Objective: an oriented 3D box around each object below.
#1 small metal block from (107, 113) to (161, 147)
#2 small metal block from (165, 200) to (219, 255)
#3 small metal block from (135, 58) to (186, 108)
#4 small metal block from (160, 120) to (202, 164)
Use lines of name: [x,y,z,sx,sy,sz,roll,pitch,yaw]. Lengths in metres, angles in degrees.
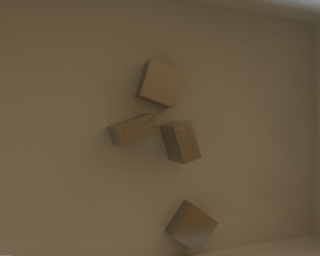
small metal block: [-0.034,0.002,0.386,0.050,0.050,0.025,-21,98,-19]
small metal block: [0.044,0.136,0.428,0.050,0.025,0.050,39,77,-16]
small metal block: [0.000,-0.058,0.412,0.050,0.025,0.050,19,84,-20]
small metal block: [0.026,0.017,0.408,0.025,0.050,0.050,-19,97,-19]
